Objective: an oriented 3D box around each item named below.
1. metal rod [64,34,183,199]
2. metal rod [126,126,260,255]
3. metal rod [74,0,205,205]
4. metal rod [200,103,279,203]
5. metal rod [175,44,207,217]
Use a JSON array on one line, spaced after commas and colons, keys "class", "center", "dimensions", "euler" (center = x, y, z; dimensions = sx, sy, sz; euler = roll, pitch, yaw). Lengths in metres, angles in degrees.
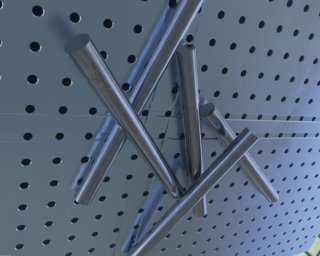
[{"class": "metal rod", "center": [-0.023, 0.014, 0.378], "dimensions": [0.025, 0.025, 0.299], "euler": [-35, 139, -5]}, {"class": "metal rod", "center": [0.041, 0.116, 0.481], "dimensions": [0.025, 0.025, 0.299], "euler": [25, 113, -37]}, {"class": "metal rod", "center": [-0.030, -0.030, 0.377], "dimensions": [0.025, 0.025, 0.298], "euler": [20, 108, -36]}, {"class": "metal rod", "center": [0.146, 0.057, 0.529], "dimensions": [0.025, 0.025, 0.300], "euler": [-43, 130, 1]}, {"class": "metal rod", "center": [0.050, 0.025, 0.455], "dimensions": [0.025, 0.025, 0.298], "euler": [-21, 127, -16]}]
